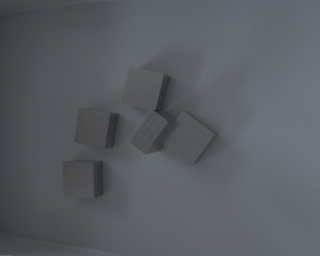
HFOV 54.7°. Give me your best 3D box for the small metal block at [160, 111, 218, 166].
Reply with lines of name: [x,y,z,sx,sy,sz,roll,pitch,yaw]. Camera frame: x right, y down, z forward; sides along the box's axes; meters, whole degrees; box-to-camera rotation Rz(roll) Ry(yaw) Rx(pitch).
small metal block: [0.037,0.013,0.397,0.050,0.025,0.050,38,102,15]

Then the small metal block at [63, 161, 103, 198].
small metal block: [-0.111,0.073,0.448,0.050,0.025,0.050,-1,90,19]

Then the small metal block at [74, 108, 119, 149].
small metal block: [-0.091,0.000,0.441,0.050,0.025,0.050,10,93,19]

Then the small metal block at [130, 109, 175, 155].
small metal block: [-0.005,0.005,0.398,0.025,0.050,0.050,38,102,16]

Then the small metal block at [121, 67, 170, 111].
small metal block: [-0.019,-0.051,0.416,0.050,0.025,0.050,15,95,19]
